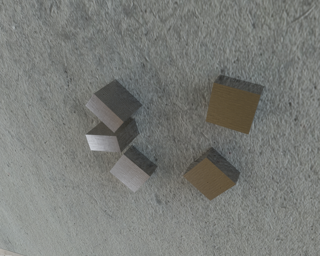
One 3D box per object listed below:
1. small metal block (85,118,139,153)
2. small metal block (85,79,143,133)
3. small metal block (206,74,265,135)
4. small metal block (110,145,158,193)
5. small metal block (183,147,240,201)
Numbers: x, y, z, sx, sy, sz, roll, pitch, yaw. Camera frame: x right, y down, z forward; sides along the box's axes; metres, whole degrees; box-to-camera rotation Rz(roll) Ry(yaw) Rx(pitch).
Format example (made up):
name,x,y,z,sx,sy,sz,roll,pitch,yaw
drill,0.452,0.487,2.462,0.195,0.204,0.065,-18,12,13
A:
name,x,y,z,sx,sy,sz,roll,pitch,yaw
small metal block,-0.065,0.009,0.430,0.050,0.050,0.025,2,119,27
small metal block,-0.059,-0.030,0.403,0.050,0.050,0.025,44,129,-2
small metal block,0.083,-0.027,0.347,0.050,0.025,0.050,18,126,17
small metal block,-0.040,0.062,0.467,0.050,0.025,0.050,40,129,0
small metal block,0.068,0.061,0.409,0.050,0.025,0.050,42,129,-1
